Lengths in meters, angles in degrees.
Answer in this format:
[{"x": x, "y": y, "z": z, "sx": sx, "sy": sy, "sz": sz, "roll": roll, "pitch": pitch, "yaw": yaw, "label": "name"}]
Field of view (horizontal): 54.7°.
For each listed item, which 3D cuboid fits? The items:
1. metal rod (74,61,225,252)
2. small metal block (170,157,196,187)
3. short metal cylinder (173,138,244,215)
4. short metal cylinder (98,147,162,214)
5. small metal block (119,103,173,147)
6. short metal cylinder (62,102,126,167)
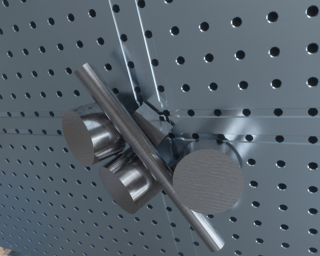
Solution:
[{"x": -0.008, "y": 0.044, "z": 0.405, "sx": 0.025, "sy": 0.025, "sz": 0.299, "roll": -28, "pitch": 103, "yaw": 37, "label": "metal rod"}, {"x": 0.032, "y": 0.070, "z": 0.433, "sx": 0.050, "sy": 0.025, "sz": 0.050, "roll": 42, "pitch": 129, "yaw": -1, "label": "small metal block"}, {"x": 0.059, "y": 0.057, "z": 0.378, "sx": 0.080, "sy": 0.050, "sz": 0.079, "roll": 2, "pitch": 103, "yaw": 9, "label": "short metal cylinder"}, {"x": -0.042, "y": 0.074, "z": 0.441, "sx": 0.080, "sy": 0.050, "sz": 0.079, "roll": 35, "pitch": 144, "yaw": 30, "label": "short metal cylinder"}, {"x": -0.019, "y": 0.003, "z": 0.418, "sx": 0.050, "sy": 0.025, "sz": 0.050, "roll": 40, "pitch": 129, "yaw": 1, "label": "small metal block"}, {"x": -0.091, "y": 0.006, "z": 0.424, "sx": 0.080, "sy": 0.050, "sz": 0.079, "roll": 26, "pitch": 127, "yaw": 40, "label": "short metal cylinder"}]
